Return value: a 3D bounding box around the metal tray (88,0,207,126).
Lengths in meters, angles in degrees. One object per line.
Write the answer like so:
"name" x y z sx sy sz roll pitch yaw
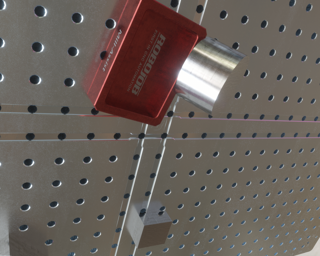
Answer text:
"metal tray" -0.015 -0.072 0.354 0.091 0.030 0.129 16 110 -35

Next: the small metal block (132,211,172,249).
"small metal block" -0.013 0.166 0.507 0.050 0.025 0.050 1 118 -29

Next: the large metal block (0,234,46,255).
"large metal block" -0.203 0.200 0.408 0.080 0.050 0.080 -36 129 -4

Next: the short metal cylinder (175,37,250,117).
"short metal cylinder" 0.062 -0.060 0.368 0.080 0.050 0.080 -49 160 -24
